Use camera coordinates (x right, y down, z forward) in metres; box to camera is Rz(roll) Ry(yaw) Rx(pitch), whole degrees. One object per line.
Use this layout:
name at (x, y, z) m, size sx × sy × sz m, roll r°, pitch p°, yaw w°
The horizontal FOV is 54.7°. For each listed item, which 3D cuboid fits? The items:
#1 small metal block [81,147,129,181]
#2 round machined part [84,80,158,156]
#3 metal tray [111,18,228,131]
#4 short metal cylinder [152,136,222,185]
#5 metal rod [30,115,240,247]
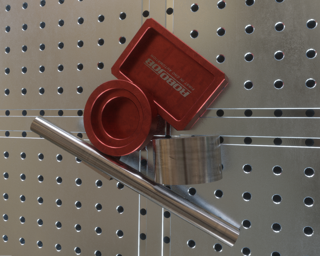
small metal block at (-0.075, 0.038, 0.438) m, size 0.050 × 0.025 × 0.050 m, roll 30°, pitch 99°, yaw 17°
round machined part at (-0.048, -0.013, 0.411) m, size 0.098 × 0.042 × 0.097 m, roll 0°, pitch 90°, yaw 21°
metal tray at (0.010, -0.069, 0.405) m, size 0.130 × 0.030 × 0.090 m, roll 42°, pitch 102°, yaw 15°
short metal cylinder at (0.032, 0.036, 0.370) m, size 0.080 × 0.080 × 0.050 m, roll -4°, pitch 89°, yaw 19°
metal rod at (-0.038, 0.065, 0.403) m, size 0.301 × 0.025 × 0.025 m, roll 28°, pitch 99°, yaw 8°
